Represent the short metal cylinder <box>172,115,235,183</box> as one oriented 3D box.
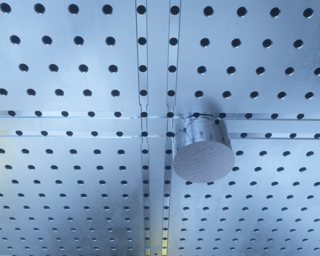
[{"bbox_3d":[0.057,0.030,0.421,0.080,0.050,0.080,0,130,0],"label":"short metal cylinder"}]
